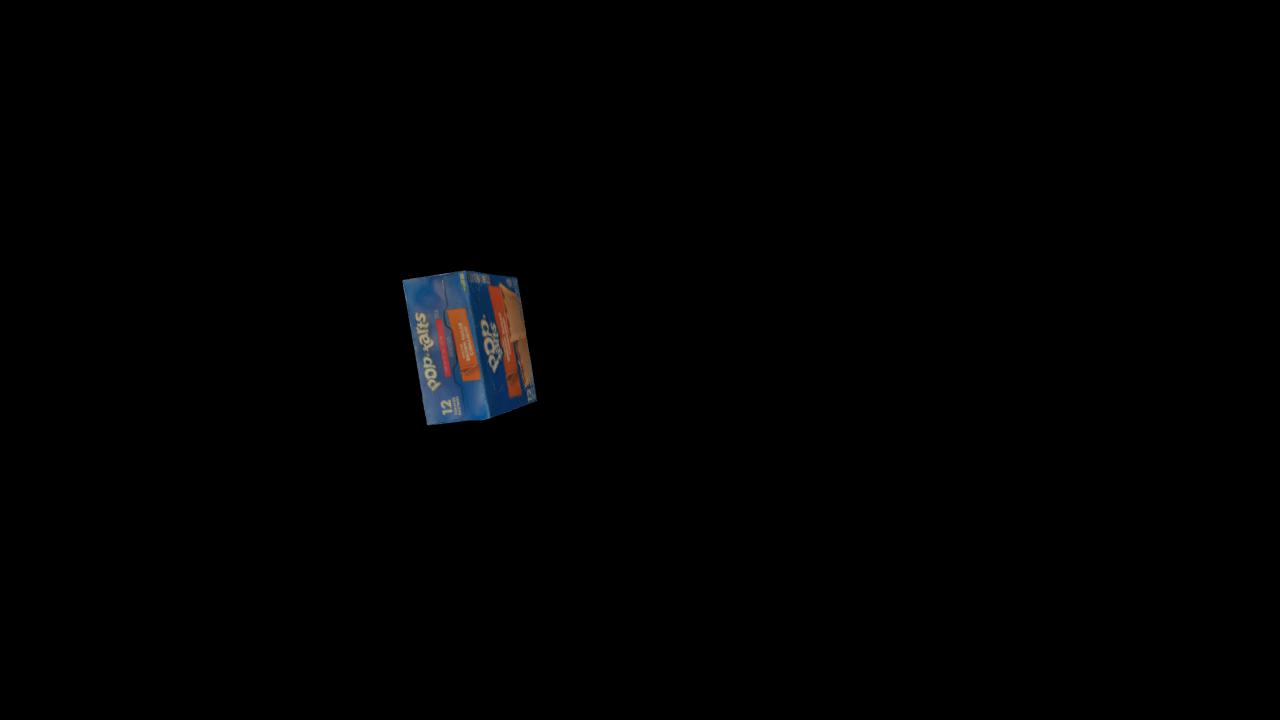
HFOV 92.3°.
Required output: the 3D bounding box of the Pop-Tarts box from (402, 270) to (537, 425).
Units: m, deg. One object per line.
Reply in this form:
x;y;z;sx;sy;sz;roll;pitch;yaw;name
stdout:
-0.199;-0.017;0.744;0.083;0.167;0.141;-9;2;13;Pop-Tarts box
